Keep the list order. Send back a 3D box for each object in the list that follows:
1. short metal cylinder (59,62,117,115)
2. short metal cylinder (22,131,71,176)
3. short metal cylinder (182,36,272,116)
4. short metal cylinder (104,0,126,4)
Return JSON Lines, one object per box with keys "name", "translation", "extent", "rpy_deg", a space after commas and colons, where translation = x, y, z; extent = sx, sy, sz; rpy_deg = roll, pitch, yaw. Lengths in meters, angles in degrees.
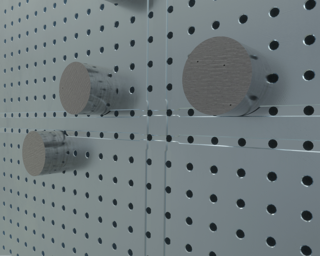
{"name": "short metal cylinder", "translation": [-0.114, -0.060, 0.487], "extent": [0.080, 0.050, 0.079], "rpy_deg": [0, 90, 40]}
{"name": "short metal cylinder", "translation": [-0.207, 0.045, 0.564], "extent": [0.080, 0.050, 0.079], "rpy_deg": [0, 90, 40]}
{"name": "short metal cylinder", "translation": [0.071, -0.053, 0.334], "extent": [0.080, 0.050, 0.079], "rpy_deg": [0, 90, 40]}
{"name": "short metal cylinder", "translation": [-0.076, -0.231, 0.456], "extent": [0.080, 0.050, 0.079], "rpy_deg": [0, 90, 40]}
